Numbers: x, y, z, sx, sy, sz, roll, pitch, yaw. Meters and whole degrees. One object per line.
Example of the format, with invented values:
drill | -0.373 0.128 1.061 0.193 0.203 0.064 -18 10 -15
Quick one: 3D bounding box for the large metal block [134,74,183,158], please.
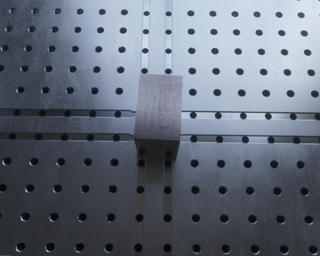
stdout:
large metal block | -0.001 -0.012 0.386 0.050 0.080 0.080 3 70 1
